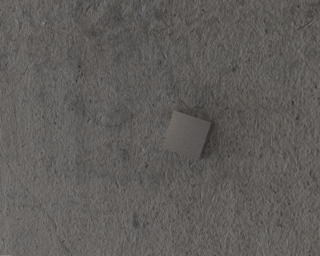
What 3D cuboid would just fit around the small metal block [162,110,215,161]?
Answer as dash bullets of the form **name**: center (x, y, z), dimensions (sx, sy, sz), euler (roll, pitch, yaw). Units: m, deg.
- **small metal block**: center (0.036, 0.009, 0.396), dimensions (0.050, 0.025, 0.050), euler (19, 97, 19)
